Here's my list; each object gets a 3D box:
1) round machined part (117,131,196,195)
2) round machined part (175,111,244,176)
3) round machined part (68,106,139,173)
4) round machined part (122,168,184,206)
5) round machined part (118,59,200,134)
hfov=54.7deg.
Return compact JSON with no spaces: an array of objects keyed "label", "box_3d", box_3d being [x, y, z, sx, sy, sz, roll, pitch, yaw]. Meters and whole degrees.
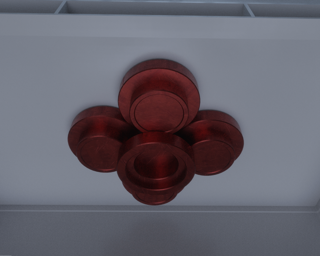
[{"label":"round machined part","box_3d":[-0.005,0.040,0.402,0.099,0.042,0.097,0,130,0]},{"label":"round machined part","box_3d":[0.064,0.027,0.419,0.099,0.042,0.097,0,130,0]},{"label":"round machined part","box_3d":[-0.073,0.022,0.413,0.099,0.042,0.097,0,130,0]},{"label":"round machined part","box_3d":[-0.008,0.078,0.461,0.099,0.042,0.097,-1,129,-1]},{"label":"round machined part","box_3d":[-0.001,-0.028,0.370,0.099,0.042,0.097,0,130,0]}]
